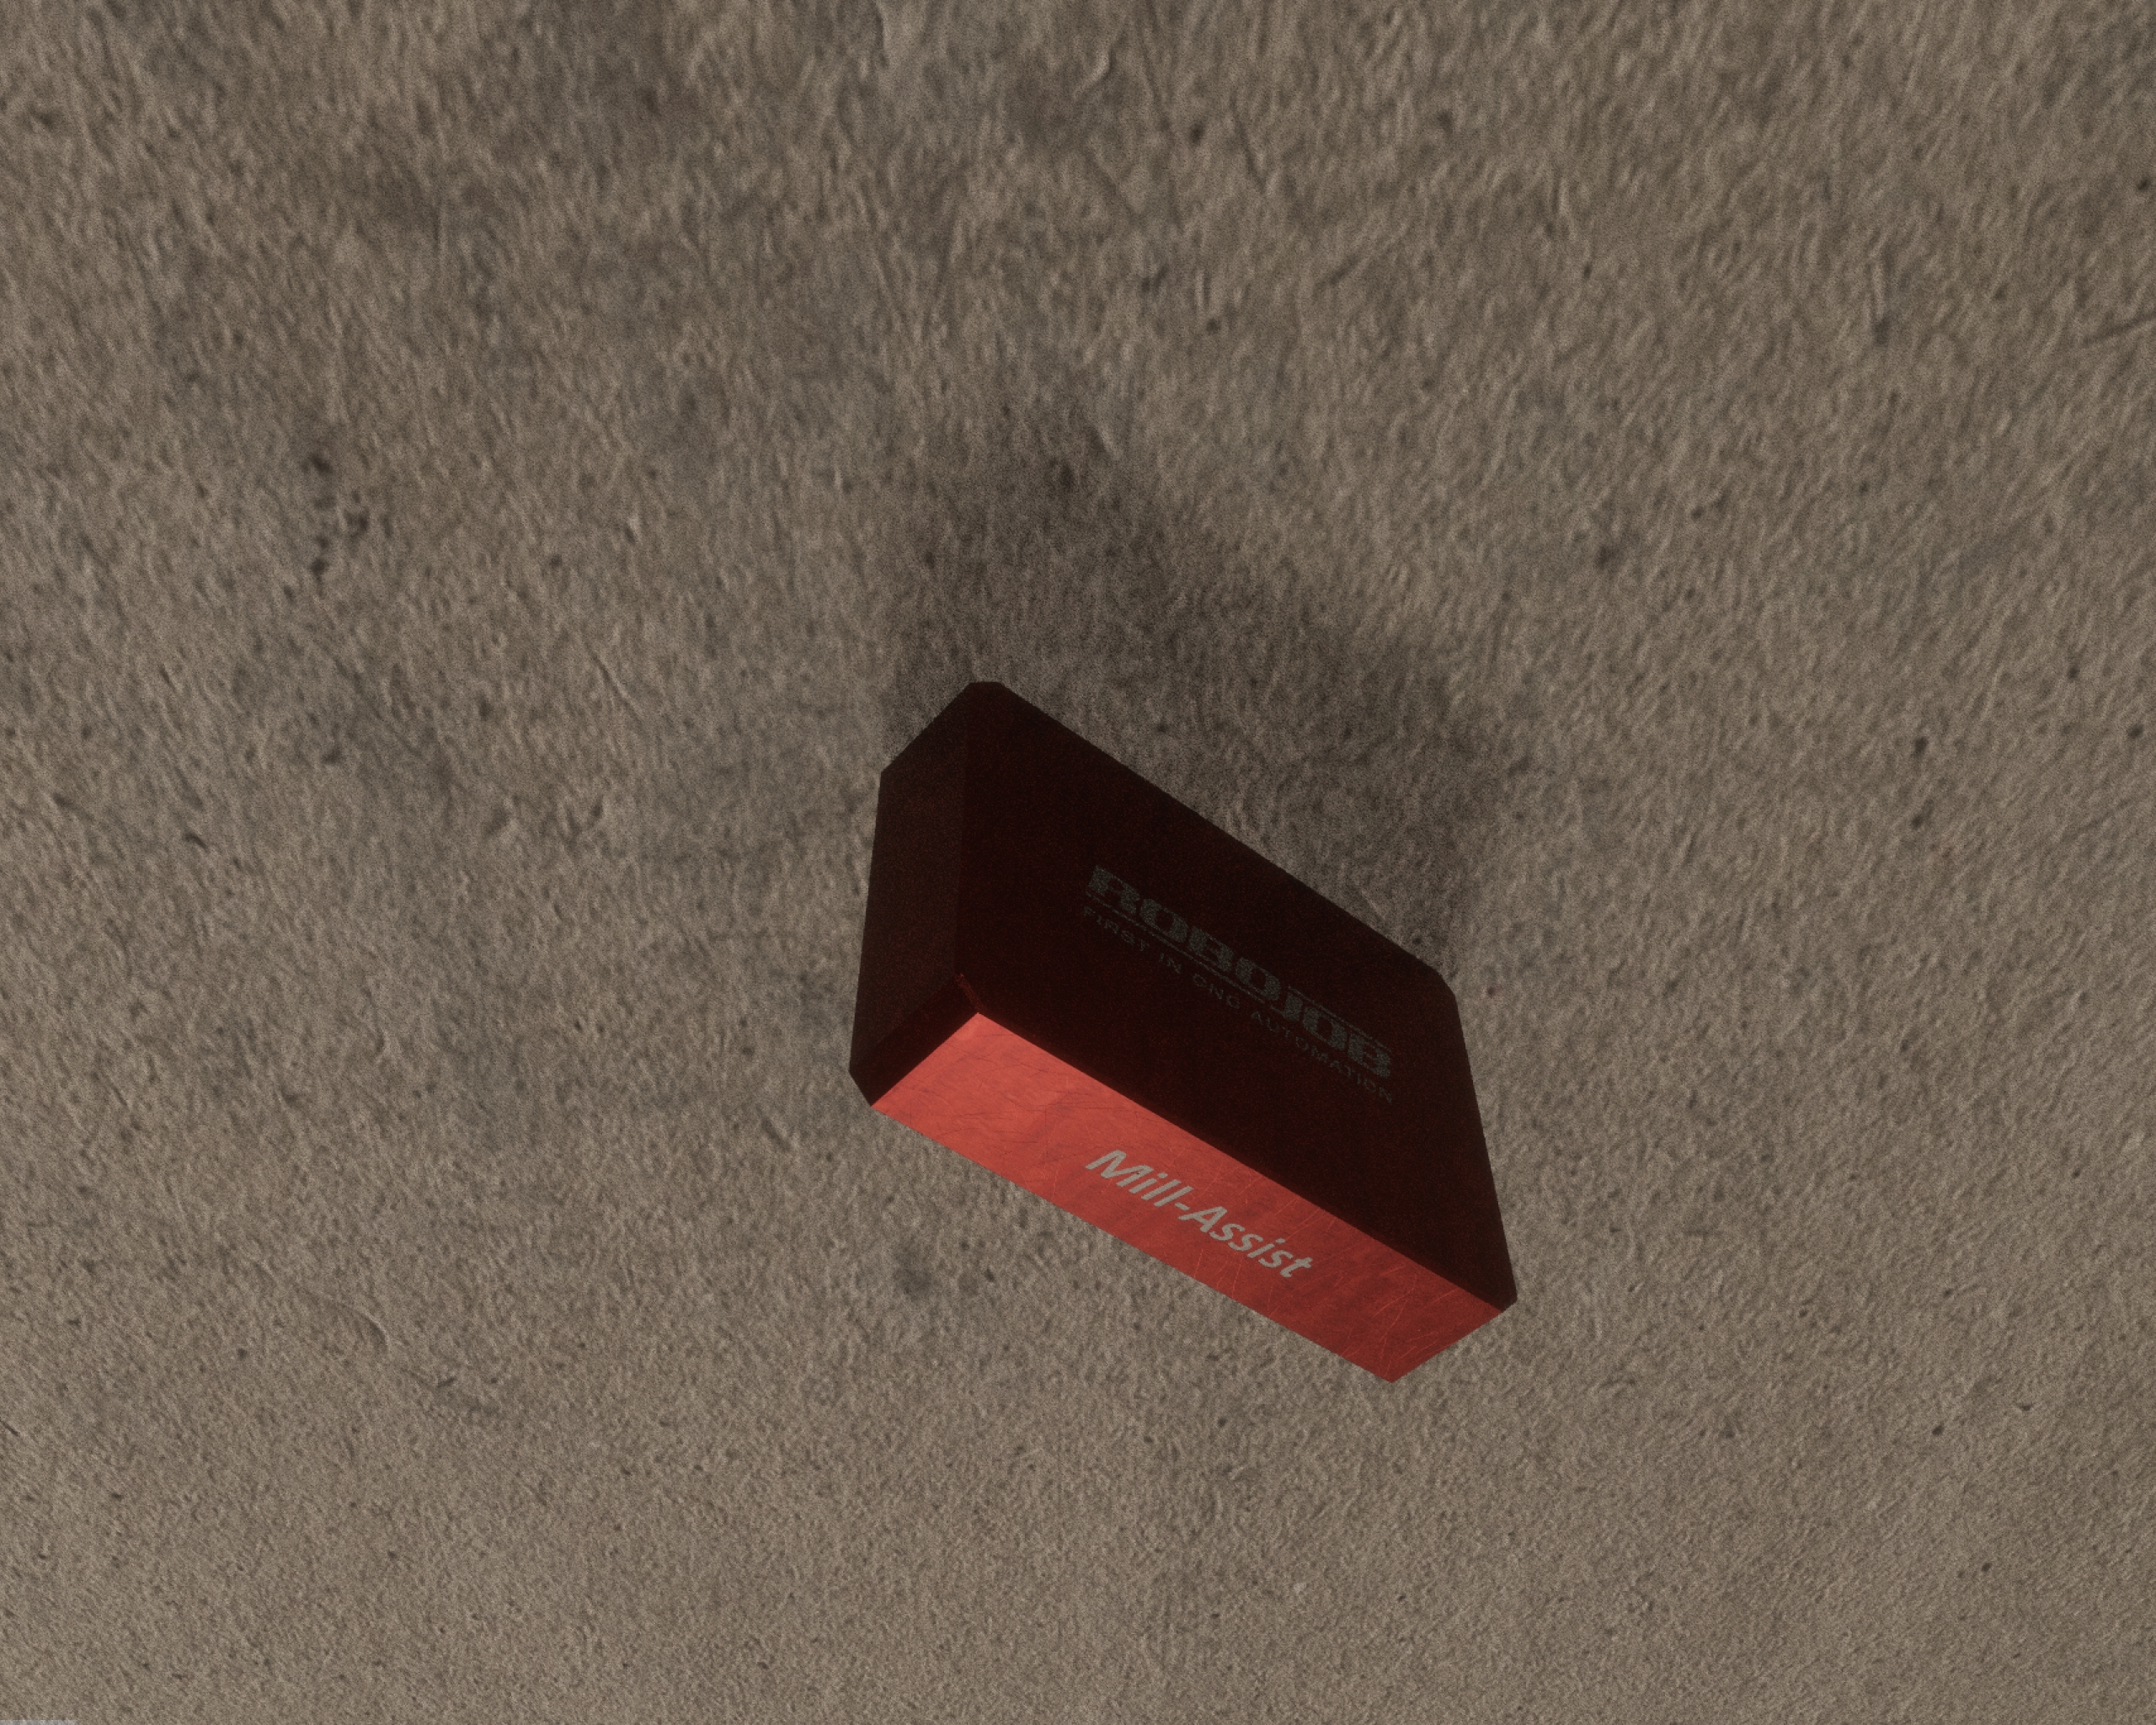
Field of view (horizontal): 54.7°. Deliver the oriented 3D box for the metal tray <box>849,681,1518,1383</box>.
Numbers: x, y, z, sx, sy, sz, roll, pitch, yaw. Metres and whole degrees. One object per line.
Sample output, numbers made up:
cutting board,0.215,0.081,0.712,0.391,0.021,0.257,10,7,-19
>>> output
metal tray,0.021,0.032,0.393,0.130,0.090,0.030,32,123,-25
